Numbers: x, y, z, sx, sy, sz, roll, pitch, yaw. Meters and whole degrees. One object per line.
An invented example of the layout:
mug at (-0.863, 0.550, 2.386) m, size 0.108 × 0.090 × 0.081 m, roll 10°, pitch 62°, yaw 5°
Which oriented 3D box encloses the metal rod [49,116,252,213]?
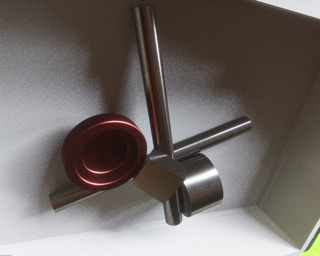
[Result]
metal rod at (-0.001, 0.044, 0.435) m, size 0.302 × 0.025 × 0.025 m, roll -21°, pitch 127°, yaw -17°

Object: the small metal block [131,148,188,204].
small metal block at (-0.001, 0.061, 0.392) m, size 0.050 × 0.025 × 0.050 m, roll 32°, pitch 121°, yaw -5°

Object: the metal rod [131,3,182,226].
metal rod at (0.002, 0.004, 0.389) m, size 0.025 × 0.025 × 0.298 m, roll -18°, pitch 119°, yaw -18°

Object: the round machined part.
round machined part at (-0.069, 0.025, 0.375) m, size 0.099 × 0.042 × 0.097 m, roll -14°, pitch 125°, yaw -21°

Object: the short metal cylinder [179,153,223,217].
short metal cylinder at (0.048, 0.082, 0.450) m, size 0.050 × 0.080 × 0.079 m, roll -18°, pitch 126°, yaw -18°
